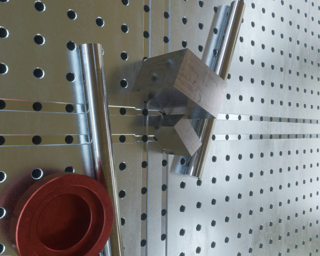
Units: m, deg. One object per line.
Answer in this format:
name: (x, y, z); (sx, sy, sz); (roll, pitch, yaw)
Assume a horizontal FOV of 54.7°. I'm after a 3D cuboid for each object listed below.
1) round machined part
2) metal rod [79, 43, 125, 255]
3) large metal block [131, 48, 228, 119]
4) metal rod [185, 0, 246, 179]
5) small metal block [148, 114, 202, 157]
round machined part: (-0.100, 0.093, 0.315); (0.099, 0.042, 0.097); (0, 90, -40)
metal rod: (-0.063, 0.056, 0.357); (0.025, 0.025, 0.298); (-10, 96, -40)
large metal block: (0.025, -0.051, 0.396); (0.080, 0.080, 0.050); (31, 71, -36)
metal rod: (0.090, -0.068, 0.486); (0.025, 0.025, 0.299); (27, 73, -37)
small metal block: (0.020, 0.010, 0.412); (0.025, 0.050, 0.050); (-47, 118, -30)
